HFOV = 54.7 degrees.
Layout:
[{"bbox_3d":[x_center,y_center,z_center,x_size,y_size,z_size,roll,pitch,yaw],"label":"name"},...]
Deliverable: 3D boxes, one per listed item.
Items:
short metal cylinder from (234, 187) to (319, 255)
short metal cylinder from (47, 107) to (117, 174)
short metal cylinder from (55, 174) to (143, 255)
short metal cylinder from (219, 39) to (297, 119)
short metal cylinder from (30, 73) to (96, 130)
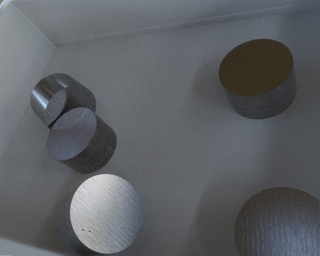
[{"bbox_3d":[0.111,0.098,0.271,0.080,0.050,0.080,-13,56,20],"label":"short metal cylinder"},{"bbox_3d":[-0.109,0.018,0.434,0.080,0.050,0.080,-13,56,20],"label":"short metal cylinder"},{"bbox_3d":[-0.066,0.096,0.336,0.050,0.081,0.080,-37,42,48],"label":"short metal cylinder"},{"bbox_3d":[0.115,-0.057,0.364,0.080,0.050,0.080,-13,56,20],"label":"short metal cylinder"},{"bbox_3d":[-0.145,-0.036,0.466,0.050,0.080,0.080,35,81,38],"label":"short metal cylinder"}]
